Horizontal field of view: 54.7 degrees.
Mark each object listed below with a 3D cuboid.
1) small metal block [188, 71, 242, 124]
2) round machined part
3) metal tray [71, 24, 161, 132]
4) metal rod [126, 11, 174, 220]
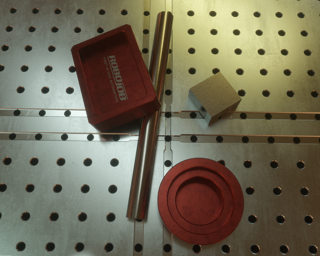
[{"bbox_3d":[0.075,-0.042,0.428,0.050,0.025,0.050,-31,73,-11],"label":"small metal block"},{"bbox_3d":[0.046,0.088,0.371,0.099,0.042,0.098,0,70,-1],"label":"round machined part"},{"bbox_3d":[-0.062,-0.069,0.418,0.090,0.030,0.130,-21,66,4],"label":"metal tray"},{"bbox_3d":[-0.010,-0.031,0.422,0.025,0.025,0.299,7,70,2],"label":"metal rod"}]
